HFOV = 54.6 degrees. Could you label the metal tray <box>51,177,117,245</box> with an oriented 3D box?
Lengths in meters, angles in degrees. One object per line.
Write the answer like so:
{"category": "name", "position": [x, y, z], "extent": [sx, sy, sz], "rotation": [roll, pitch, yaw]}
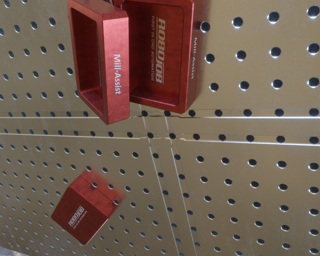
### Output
{"category": "metal tray", "position": [-0.147, 0.159, 0.585], "extent": [0.090, 0.030, 0.129], "rotation": [39, 129, 2]}

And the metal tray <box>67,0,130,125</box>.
{"category": "metal tray", "position": [-0.072, -0.080, 0.368], "extent": [0.090, 0.030, 0.129], "rotation": [40, 138, 41]}

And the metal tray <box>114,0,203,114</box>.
{"category": "metal tray", "position": [-0.004, -0.087, 0.356], "extent": [0.090, 0.030, 0.129], "rotation": [14, 125, 20]}
